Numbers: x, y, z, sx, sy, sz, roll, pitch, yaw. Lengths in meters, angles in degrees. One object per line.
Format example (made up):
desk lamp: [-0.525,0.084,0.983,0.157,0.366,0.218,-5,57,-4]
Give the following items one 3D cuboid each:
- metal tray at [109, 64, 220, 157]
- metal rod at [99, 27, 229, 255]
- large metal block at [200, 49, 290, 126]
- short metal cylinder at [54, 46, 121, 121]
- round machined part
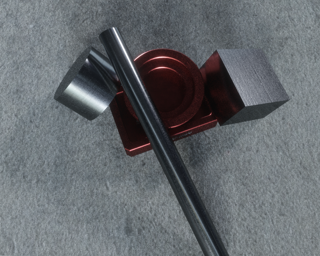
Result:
metal tray: [0.003,-0.026,0.416,0.131,0.030,0.090,-19,71,-8]
metal rod: [0.006,0.026,0.354,0.025,0.025,0.299,-26,89,-9]
large metal block: [0.105,-0.054,0.399,0.081,0.050,0.080,-10,68,-32]
short metal cylinder: [-0.089,-0.056,0.393,0.050,0.080,0.080,35,69,-26]
round machined part: [0.003,-0.046,0.392,0.099,0.042,0.097,0,85,-5]
